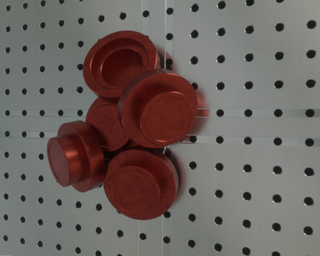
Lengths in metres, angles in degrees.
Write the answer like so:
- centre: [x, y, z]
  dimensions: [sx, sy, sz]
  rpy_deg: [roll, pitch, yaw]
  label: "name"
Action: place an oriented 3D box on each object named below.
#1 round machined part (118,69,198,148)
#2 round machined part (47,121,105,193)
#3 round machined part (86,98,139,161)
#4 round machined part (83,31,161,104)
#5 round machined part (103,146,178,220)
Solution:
- centre: [0.002, -0.018, 0.371]
  dimensions: [0.098, 0.099, 0.042]
  rpy_deg: [-58, 33, 11]
  label: "round machined part"
- centre: [-0.119, 0.041, 0.419]
  dimensions: [0.098, 0.042, 0.097]
  rpy_deg: [20, 117, 45]
  label: "round machined part"
- centre: [-0.061, -0.003, 0.423]
  dimensions: [0.098, 0.042, 0.097]
  rpy_deg: [0, 90, 19]
  label: "round machined part"
- centre: [-0.047, -0.075, 0.407]
  dimensions: [0.098, 0.042, 0.098]
  rpy_deg: [-5, 68, 12]
  label: "round machined part"
- centre: [-0.028, 0.075, 0.399]
  dimensions: [0.098, 0.042, 0.097]
  rpy_deg: [3, 102, 13]
  label: "round machined part"
